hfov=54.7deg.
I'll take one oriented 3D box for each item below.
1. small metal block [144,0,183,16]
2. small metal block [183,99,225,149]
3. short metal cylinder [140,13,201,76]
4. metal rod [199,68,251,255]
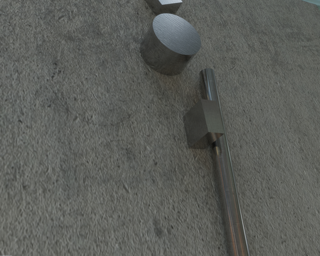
[{"bbox_3d":[0.003,-0.229,0.547,0.050,0.025,0.050,-25,75,-37],"label":"small metal block"},{"bbox_3d":[0.058,-0.004,0.423,0.025,0.050,0.050,6,59,-26],"label":"small metal block"},{"bbox_3d":[0.016,-0.128,0.476,0.081,0.050,0.080,14,56,-21],"label":"short metal cylinder"},{"bbox_3d":[0.085,0.041,0.426,0.025,0.025,0.299,10,57,-23],"label":"metal rod"}]
